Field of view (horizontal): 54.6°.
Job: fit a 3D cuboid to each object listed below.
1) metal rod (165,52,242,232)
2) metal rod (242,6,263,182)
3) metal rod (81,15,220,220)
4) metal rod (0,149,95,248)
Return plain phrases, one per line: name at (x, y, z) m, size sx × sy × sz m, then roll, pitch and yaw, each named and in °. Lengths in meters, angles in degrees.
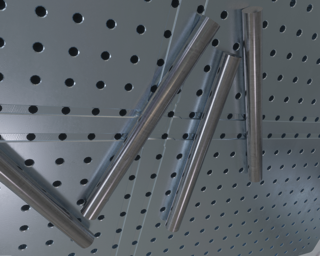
metal rod at (0.057, 0.036, 0.463) m, size 0.025 × 0.025 × 0.298 m, roll 1°, pitch 118°, yaw -29°
metal rod at (0.142, -0.029, 0.470) m, size 0.025 × 0.025 × 0.299 m, roll -24°, pitch 127°, yaw -14°
metal rod at (-0.019, -0.004, 0.397) m, size 0.025 × 0.025 × 0.299 m, roll 24°, pitch 106°, yaw -37°
metal rod at (-0.164, 0.062, 0.359) m, size 0.025 × 0.025 × 0.299 m, roll -34°, pitch 129°, yaw -6°
